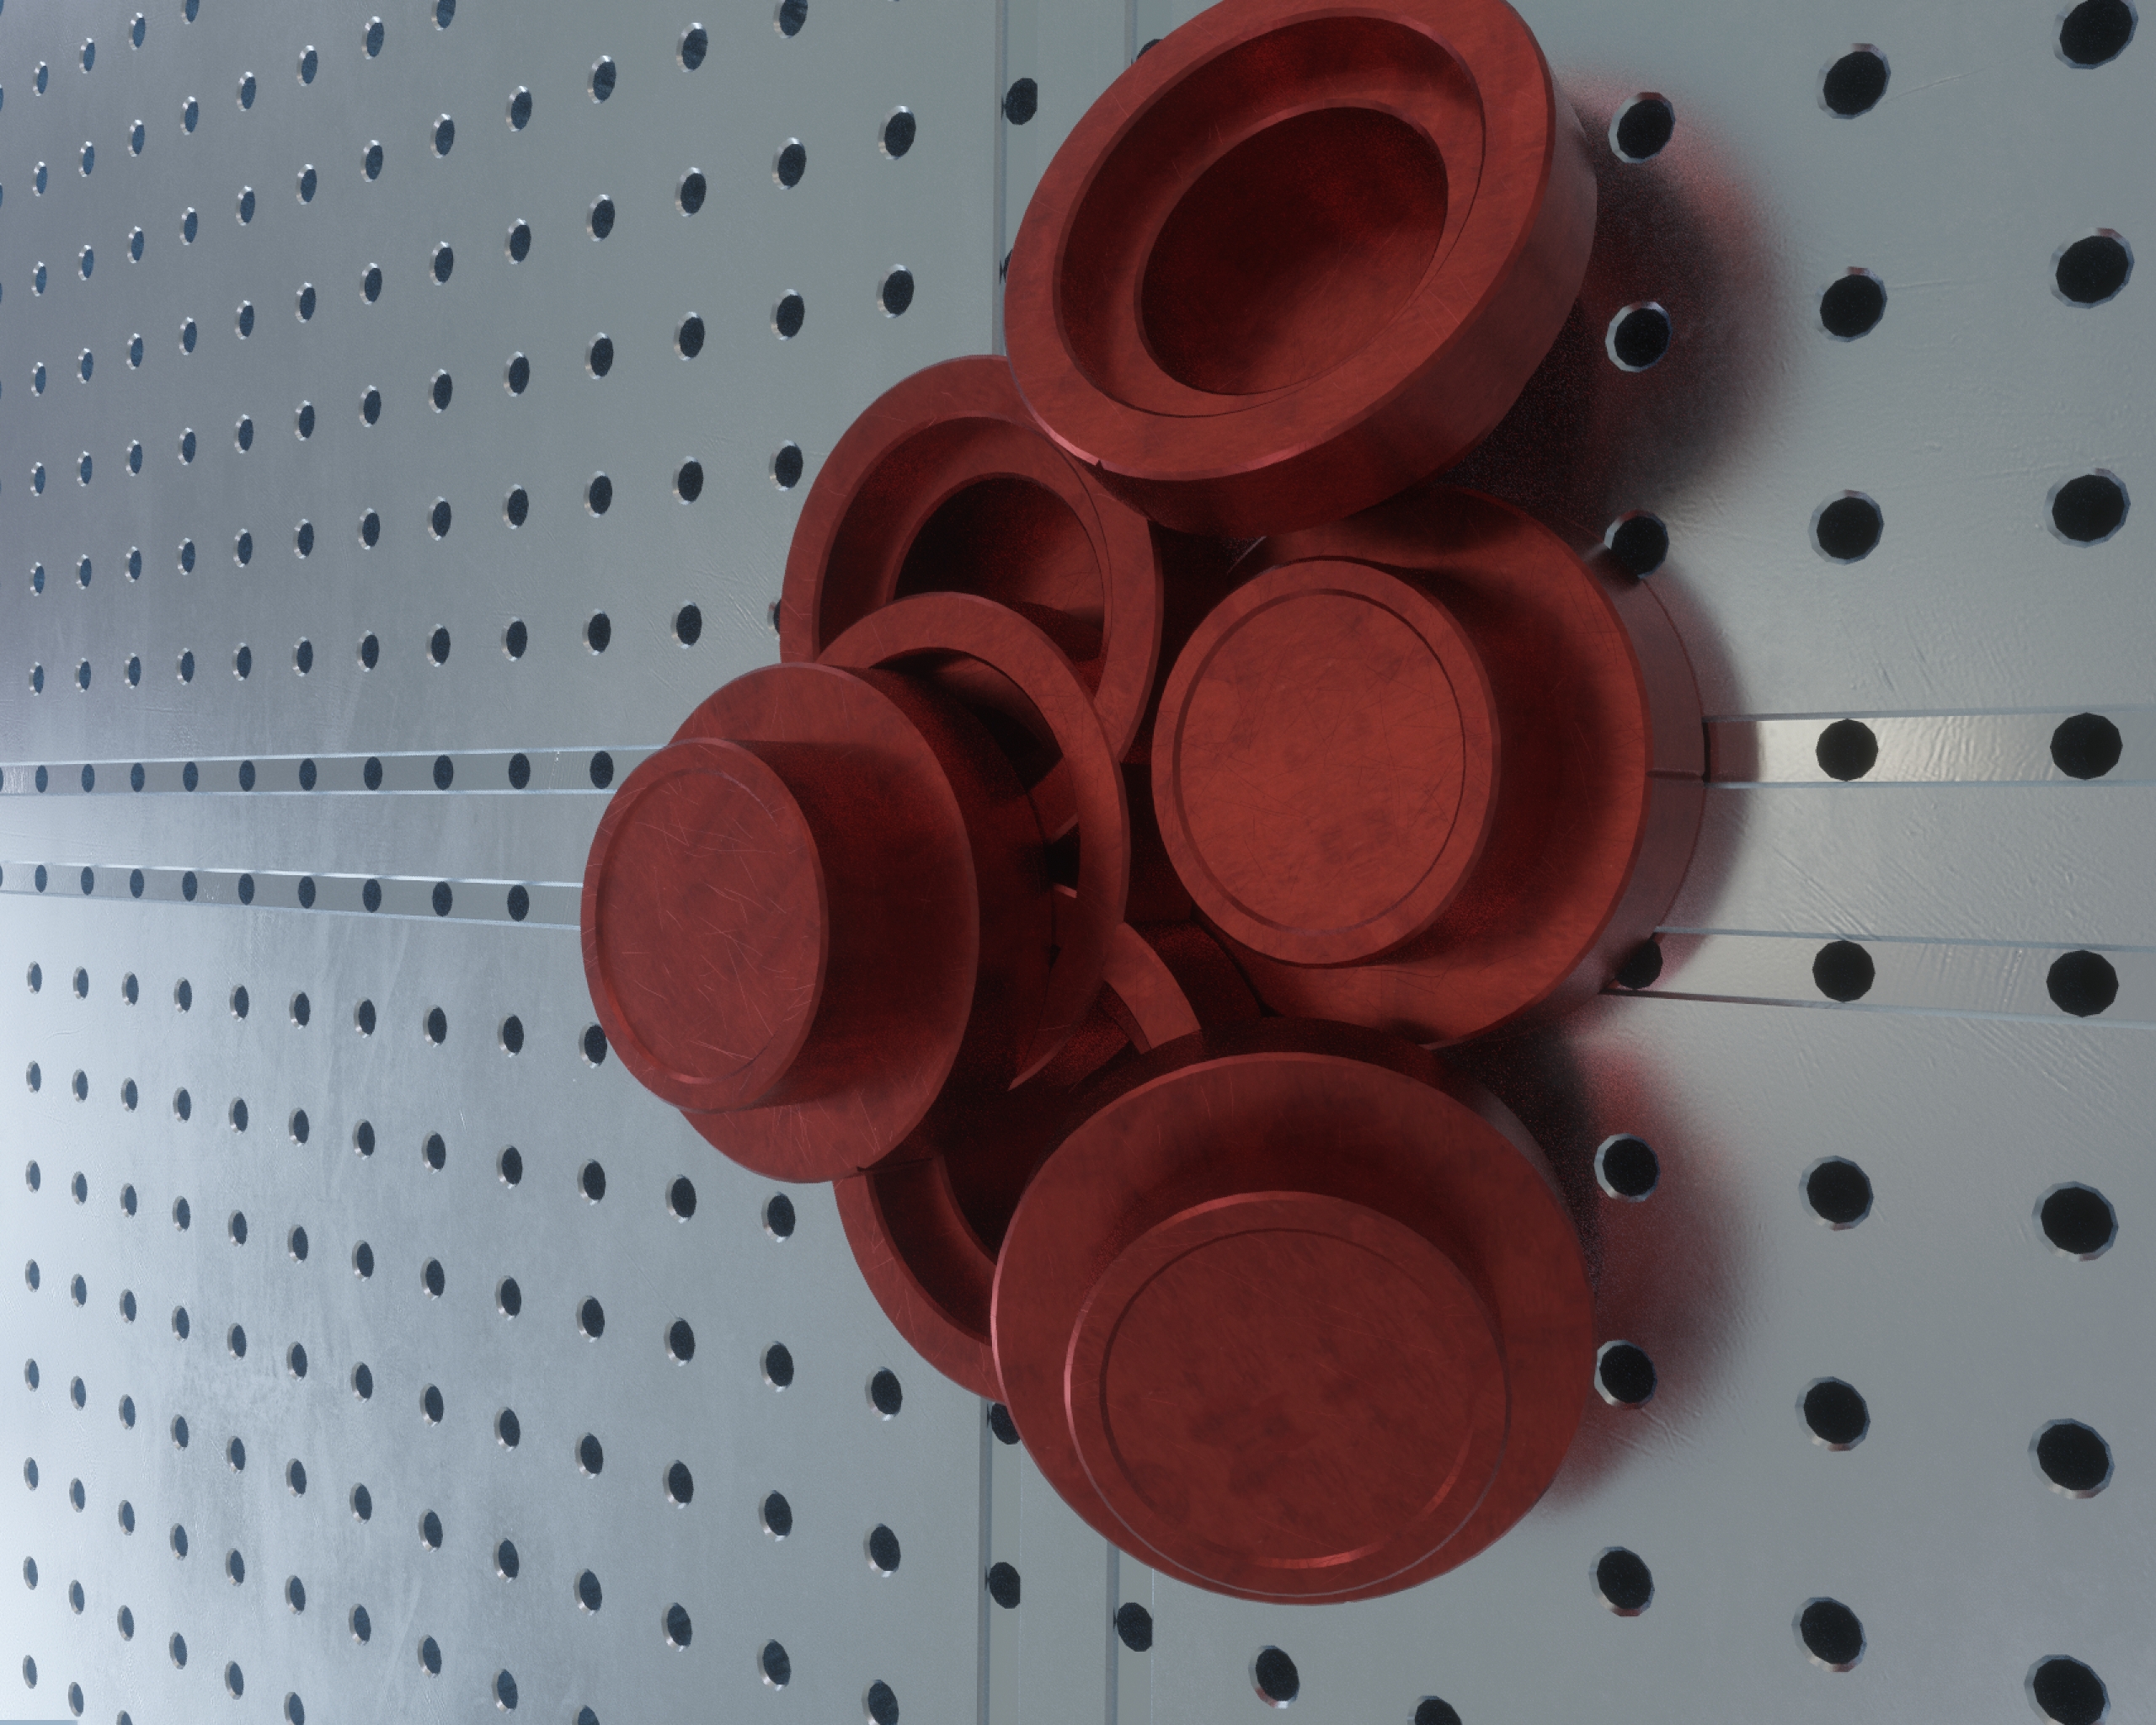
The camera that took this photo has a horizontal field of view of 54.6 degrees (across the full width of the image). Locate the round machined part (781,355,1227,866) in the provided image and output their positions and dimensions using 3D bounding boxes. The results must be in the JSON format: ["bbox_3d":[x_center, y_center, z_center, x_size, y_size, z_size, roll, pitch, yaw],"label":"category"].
[{"bbox_3d":[-0.010,-0.046,0.408,0.098,0.042,0.097,0,90,40],"label":"round machined part"}]

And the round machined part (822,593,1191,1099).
[{"bbox_3d":[-0.015,-0.002,0.411,0.098,0.042,0.097,0,90,40],"label":"round machined part"}]

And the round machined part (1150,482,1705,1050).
[{"bbox_3d":[0.052,-0.016,0.356,0.098,0.042,0.097,0,90,40],"label":"round machined part"}]

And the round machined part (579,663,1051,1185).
[{"bbox_3d":[-0.055,0.011,0.390,0.098,0.042,0.097,0,90,40],"label":"round machined part"}]

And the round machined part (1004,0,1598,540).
[{"bbox_3d":[0.040,-0.097,0.352,0.098,0.042,0.098,-14,62,28],"label":"round machined part"}]

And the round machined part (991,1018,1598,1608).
[{"bbox_3d":[0.034,0.078,0.339,0.098,0.042,0.097,1,103,7],"label":"round machined part"}]

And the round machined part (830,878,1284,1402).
[{"bbox_3d":[0.001,0.051,0.398,0.098,0.042,0.097,0,90,40],"label":"round machined part"}]
